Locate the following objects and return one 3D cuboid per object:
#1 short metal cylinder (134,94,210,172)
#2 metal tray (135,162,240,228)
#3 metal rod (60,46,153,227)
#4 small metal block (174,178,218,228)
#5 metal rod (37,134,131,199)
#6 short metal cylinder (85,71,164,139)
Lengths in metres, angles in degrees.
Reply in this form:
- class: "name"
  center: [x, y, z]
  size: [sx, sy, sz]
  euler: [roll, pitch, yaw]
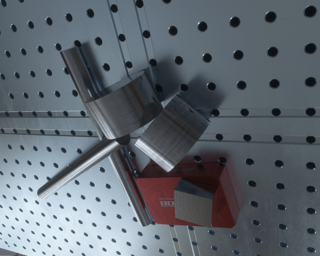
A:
- class: "short metal cylinder"
  center: [0.015, 0.006, 0.371]
  size: [0.050, 0.080, 0.080]
  euler: [40, 129, 1]
- class: "metal tray"
  center: [0.039, 0.098, 0.447]
  size: [0.130, 0.030, 0.090]
  euler: [-7, 115, 31]
- class: "metal rod"
  center: [-0.072, 0.026, 0.463]
  size: [0.025, 0.025, 0.298]
  euler: [-7, 115, 31]
- class: "small metal block"
  center: [0.047, 0.098, 0.407]
  size: [0.050, 0.025, 0.050]
  euler: [10, 123, 22]
- class: "metal rod"
  center: [-0.138, 0.069, 0.503]
  size: [0.025, 0.025, 0.299]
  euler: [50, 135, -7]
- class: "short metal cylinder"
  center: [-0.043, -0.029, 0.379]
  size: [0.080, 0.080, 0.050]
  euler: [-16, 110, 34]
